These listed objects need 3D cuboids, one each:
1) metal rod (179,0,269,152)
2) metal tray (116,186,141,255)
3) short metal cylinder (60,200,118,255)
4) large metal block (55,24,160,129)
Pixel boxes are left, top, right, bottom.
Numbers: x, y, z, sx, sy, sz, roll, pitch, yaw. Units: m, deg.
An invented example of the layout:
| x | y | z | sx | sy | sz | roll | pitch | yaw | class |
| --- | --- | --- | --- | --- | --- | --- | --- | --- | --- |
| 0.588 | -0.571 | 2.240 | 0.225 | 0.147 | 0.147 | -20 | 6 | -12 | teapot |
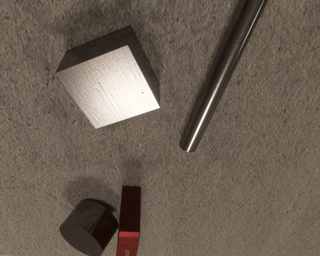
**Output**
| x | y | z | sx | sy | sz | roll | pitch | yaw | class |
| --- | --- | --- | --- | --- | --- | --- | --- | --- | --- |
| 0.078 | -0.085 | 0.335 | 0.025 | 0.025 | 0.298 | 11 | 129 | -10 | metal rod |
| -0.053 | 0.169 | 0.507 | 0.030 | 0.090 | 0.129 | 5 | 130 | -6 | metal tray |
| -0.116 | 0.166 | 0.512 | 0.080 | 0.050 | 0.079 | 15 | 131 | 18 | short metal cylinder |
| -0.053 | -0.055 | 0.344 | 0.080 | 0.050 | 0.080 | -18 | 128 | 14 | large metal block |
